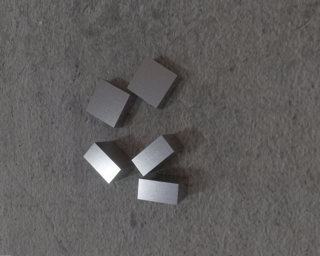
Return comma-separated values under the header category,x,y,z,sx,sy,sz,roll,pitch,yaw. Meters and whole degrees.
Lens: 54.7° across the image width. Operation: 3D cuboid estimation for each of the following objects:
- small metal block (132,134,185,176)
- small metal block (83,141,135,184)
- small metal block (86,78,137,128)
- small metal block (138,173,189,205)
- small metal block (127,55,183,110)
category,x,y,z,sx,sy,sz,roll,pitch,yaw
small metal block,-0.001,0.033,0.395,0.050,0.050,0.025,-41,78,15
small metal block,-0.066,0.044,0.418,0.050,0.050,0.025,43,103,14
small metal block,-0.067,-0.034,0.432,0.050,0.025,0.050,30,100,17
small metal block,0.006,0.076,0.393,0.050,0.050,0.025,4,92,19
small metal block,-0.007,-0.060,0.411,0.050,0.025,0.050,36,101,16
